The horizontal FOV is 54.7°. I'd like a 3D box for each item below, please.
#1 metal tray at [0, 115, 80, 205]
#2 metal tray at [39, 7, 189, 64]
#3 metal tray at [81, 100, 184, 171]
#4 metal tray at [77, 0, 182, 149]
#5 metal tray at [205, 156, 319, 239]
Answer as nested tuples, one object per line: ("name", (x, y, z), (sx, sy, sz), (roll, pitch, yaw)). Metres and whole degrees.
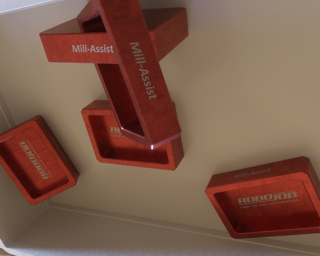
("metal tray", (-0.208, 0.055, 0.518), (0.090, 0.030, 0.130), (-26, 107, 4))
("metal tray", (-0.046, -0.099, 0.327), (0.130, 0.090, 0.030), (7, 124, 24))
("metal tray", (-0.038, 0.008, 0.428), (0.130, 0.030, 0.089), (2, 120, 26))
("metal tray", (-0.031, -0.051, 0.287), (0.090, 0.030, 0.129), (16, 128, 65))
("metal tray", (0.134, 0.093, 0.391), (0.130, 0.030, 0.090), (-19, 109, 35))
